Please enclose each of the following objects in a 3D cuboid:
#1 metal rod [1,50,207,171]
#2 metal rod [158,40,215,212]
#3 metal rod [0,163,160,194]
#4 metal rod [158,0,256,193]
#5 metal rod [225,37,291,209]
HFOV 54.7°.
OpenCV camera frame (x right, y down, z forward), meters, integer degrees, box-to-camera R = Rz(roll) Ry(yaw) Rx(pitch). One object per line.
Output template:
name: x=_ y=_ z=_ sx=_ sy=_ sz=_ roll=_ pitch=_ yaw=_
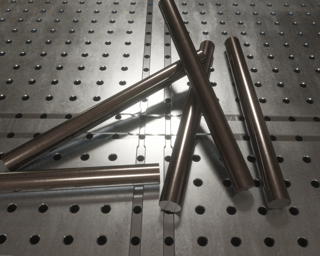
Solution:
metal rod: x=-0.060 y=-0.031 z=0.416 sx=0.302 sy=0.025 sz=0.025 roll=-31 pitch=57 yaw=-18
metal rod: x=0.045 y=-0.026 z=0.430 sx=0.025 sy=0.025 sz=0.300 roll=11 pitch=51 yaw=8
metal rod: x=-0.151 y=0.061 z=0.354 sx=0.302 sy=0.025 sz=0.025 roll=-3 pitch=50 yaw=-3
metal rod: x=0.053 y=-0.061 z=0.412 sx=0.025 sy=0.025 sz=0.299 roll=-14 pitch=66 yaw=-12
metal rod: x=0.127 y=-0.032 z=0.435 sx=0.025 sy=0.025 sz=0.300 roll=-1 pitch=50 yaw=-1
